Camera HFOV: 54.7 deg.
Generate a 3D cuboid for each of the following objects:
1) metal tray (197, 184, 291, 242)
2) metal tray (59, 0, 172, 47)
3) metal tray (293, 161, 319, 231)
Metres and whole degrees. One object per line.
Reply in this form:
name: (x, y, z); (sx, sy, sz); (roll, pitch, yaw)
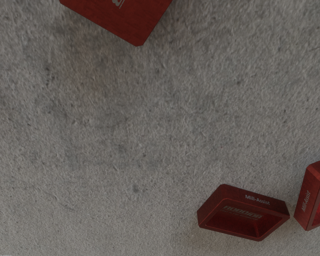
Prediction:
metal tray: (0.141, 0.149, 0.532); (0.131, 0.030, 0.089); (18, 128, -16)
metal tray: (-0.023, -0.149, 0.276); (0.090, 0.030, 0.129); (26, 125, -21)
metal tray: (0.259, 0.095, 0.469); (0.091, 0.030, 0.129); (-19, 131, -11)
